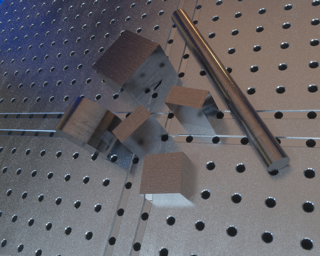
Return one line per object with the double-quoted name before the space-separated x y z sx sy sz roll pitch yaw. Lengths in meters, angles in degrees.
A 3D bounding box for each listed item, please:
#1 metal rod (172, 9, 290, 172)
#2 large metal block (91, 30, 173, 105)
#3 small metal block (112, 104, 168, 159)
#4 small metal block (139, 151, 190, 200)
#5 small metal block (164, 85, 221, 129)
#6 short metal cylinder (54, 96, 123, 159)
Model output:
"metal rod" 0.077 -0.072 0.410 0.025 0.025 0.299 -30 52 9
"large metal block" -0.042 -0.093 0.470 0.080 0.050 0.080 35 81 38
"small metal block" -0.025 0.006 0.400 0.050 0.050 0.025 -43 51 -2
"small metal block" 0.007 0.058 0.368 0.050 0.025 0.050 -7 59 24
"small metal block" 0.041 -0.026 0.385 0.050 0.050 0.025 14 69 33
"short metal cylinder" -0.094 0.001 0.420 0.080 0.080 0.050 17 71 34
